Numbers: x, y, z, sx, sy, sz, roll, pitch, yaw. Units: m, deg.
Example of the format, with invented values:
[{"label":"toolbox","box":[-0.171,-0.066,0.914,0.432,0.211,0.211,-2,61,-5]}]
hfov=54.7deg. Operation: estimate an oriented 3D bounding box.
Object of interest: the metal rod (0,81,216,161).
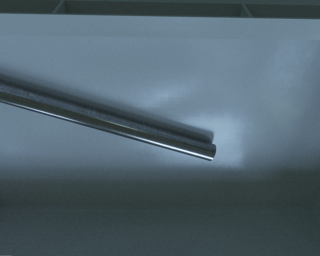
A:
[{"label":"metal rod","box":[-0.067,-0.007,0.402,0.302,0.025,0.025,16,128,-14]}]
